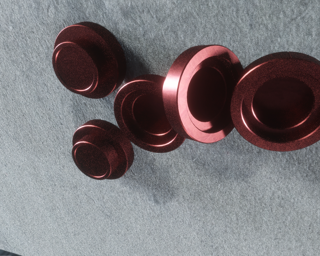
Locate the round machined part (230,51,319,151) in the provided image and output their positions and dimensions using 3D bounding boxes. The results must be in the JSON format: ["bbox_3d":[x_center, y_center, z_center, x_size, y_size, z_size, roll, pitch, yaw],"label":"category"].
[{"bbox_3d":[0.120,-0.028,0.307,0.098,0.042,0.097,7,121,12],"label":"round machined part"}]

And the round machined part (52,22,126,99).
[{"bbox_3d":[-0.096,-0.081,0.395,0.098,0.042,0.097,13,124,20],"label":"round machined part"}]

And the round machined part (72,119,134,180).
[{"bbox_3d":[-0.092,0.039,0.467,0.098,0.042,0.097,13,124,20],"label":"round machined part"}]

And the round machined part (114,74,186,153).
[{"bbox_3d":[-0.004,-0.021,0.384,0.098,0.042,0.097,13,124,20],"label":"round machined part"}]

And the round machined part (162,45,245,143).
[{"bbox_3d":[0.042,-0.036,0.322,0.042,0.099,0.097,15,129,51],"label":"round machined part"}]
